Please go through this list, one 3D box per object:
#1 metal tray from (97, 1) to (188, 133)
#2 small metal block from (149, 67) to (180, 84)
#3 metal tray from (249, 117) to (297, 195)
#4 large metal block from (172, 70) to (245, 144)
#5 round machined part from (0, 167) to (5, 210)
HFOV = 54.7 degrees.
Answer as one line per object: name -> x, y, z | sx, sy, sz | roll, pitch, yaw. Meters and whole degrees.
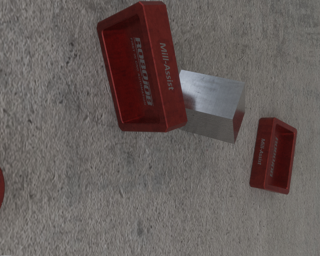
metal tray -> -0.022, -0.062, 0.343 | 0.030, 0.090, 0.129 | -19, 102, -39
small metal block -> -0.003, -0.058, 0.402 | 0.050, 0.025, 0.050 | 8, 85, -40
metal tray -> 0.215, 0.053, 0.581 | 0.091, 0.030, 0.129 | 19, 78, -38
large metal block -> 0.064, -0.026, 0.403 | 0.080, 0.080, 0.050 | 59, 50, -63
round machined part -> -0.176, 0.054, 0.246 | 0.099, 0.042, 0.097 | 0, 90, -40
